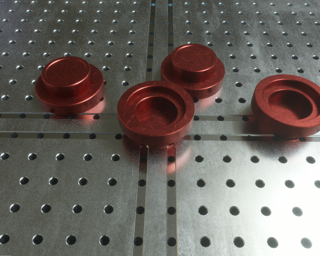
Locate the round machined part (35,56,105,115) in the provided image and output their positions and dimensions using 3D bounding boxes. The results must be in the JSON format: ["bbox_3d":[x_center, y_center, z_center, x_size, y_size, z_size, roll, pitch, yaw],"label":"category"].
[{"bbox_3d":[-0.133,-0.068,0.454,0.099,0.042,0.098,0,50,0],"label":"round machined part"}]

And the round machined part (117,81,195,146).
[{"bbox_3d":[-0.005,-0.015,0.409,0.099,0.042,0.098,0,50,0],"label":"round machined part"}]

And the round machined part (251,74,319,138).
[{"bbox_3d":[0.172,-0.025,0.419,0.099,0.042,0.098,0,50,0],"label":"round machined part"}]

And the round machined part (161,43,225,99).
[{"bbox_3d":[0.051,-0.093,0.475,0.099,0.042,0.098,0,50,0],"label":"round machined part"}]
